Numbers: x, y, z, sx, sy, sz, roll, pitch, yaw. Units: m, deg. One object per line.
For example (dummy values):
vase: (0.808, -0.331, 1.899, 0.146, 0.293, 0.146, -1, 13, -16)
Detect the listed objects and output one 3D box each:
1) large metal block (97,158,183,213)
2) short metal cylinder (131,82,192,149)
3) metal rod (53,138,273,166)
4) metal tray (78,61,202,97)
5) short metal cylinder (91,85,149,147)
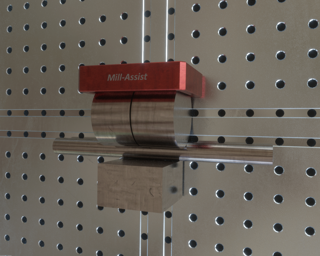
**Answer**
large metal block: (-0.022, 0.067, 0.386, 0.080, 0.080, 0.050, 1, 91, 20)
short metal cylinder: (0.005, -0.016, 0.379, 0.050, 0.080, 0.079, 2, 91, 20)
metal rod: (-0.010, 0.029, 0.412, 0.301, 0.025, 0.025, 1, 91, 19)
metal tray: (-0.021, -0.056, 0.381, 0.130, 0.090, 0.030, 1, 91, 20)
short metal cylinder: (-0.044, -0.016, 0.396, 0.050, 0.080, 0.079, 1, 90, 20)
